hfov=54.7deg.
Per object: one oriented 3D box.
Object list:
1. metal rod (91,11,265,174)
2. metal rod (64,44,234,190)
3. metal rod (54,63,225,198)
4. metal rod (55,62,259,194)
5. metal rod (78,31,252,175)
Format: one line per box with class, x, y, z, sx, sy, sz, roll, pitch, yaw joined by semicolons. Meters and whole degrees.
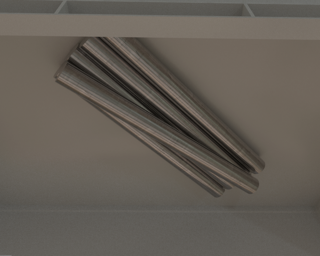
metal rod;0.041;-0.026;0.385;0.025;0.025;0.301;-36;122;26
metal rod;0.006;0.001;0.408;0.025;0.025;0.301;-36;122;26
metal rod;-0.009;0.016;0.421;0.025;0.025;0.301;-36;122;26
metal rod;0.015;0.012;0.384;0.301;0.025;0.025;31;123;-24
metal rod;0.025;-0.011;0.398;0.025;0.025;0.301;-36;122;26
